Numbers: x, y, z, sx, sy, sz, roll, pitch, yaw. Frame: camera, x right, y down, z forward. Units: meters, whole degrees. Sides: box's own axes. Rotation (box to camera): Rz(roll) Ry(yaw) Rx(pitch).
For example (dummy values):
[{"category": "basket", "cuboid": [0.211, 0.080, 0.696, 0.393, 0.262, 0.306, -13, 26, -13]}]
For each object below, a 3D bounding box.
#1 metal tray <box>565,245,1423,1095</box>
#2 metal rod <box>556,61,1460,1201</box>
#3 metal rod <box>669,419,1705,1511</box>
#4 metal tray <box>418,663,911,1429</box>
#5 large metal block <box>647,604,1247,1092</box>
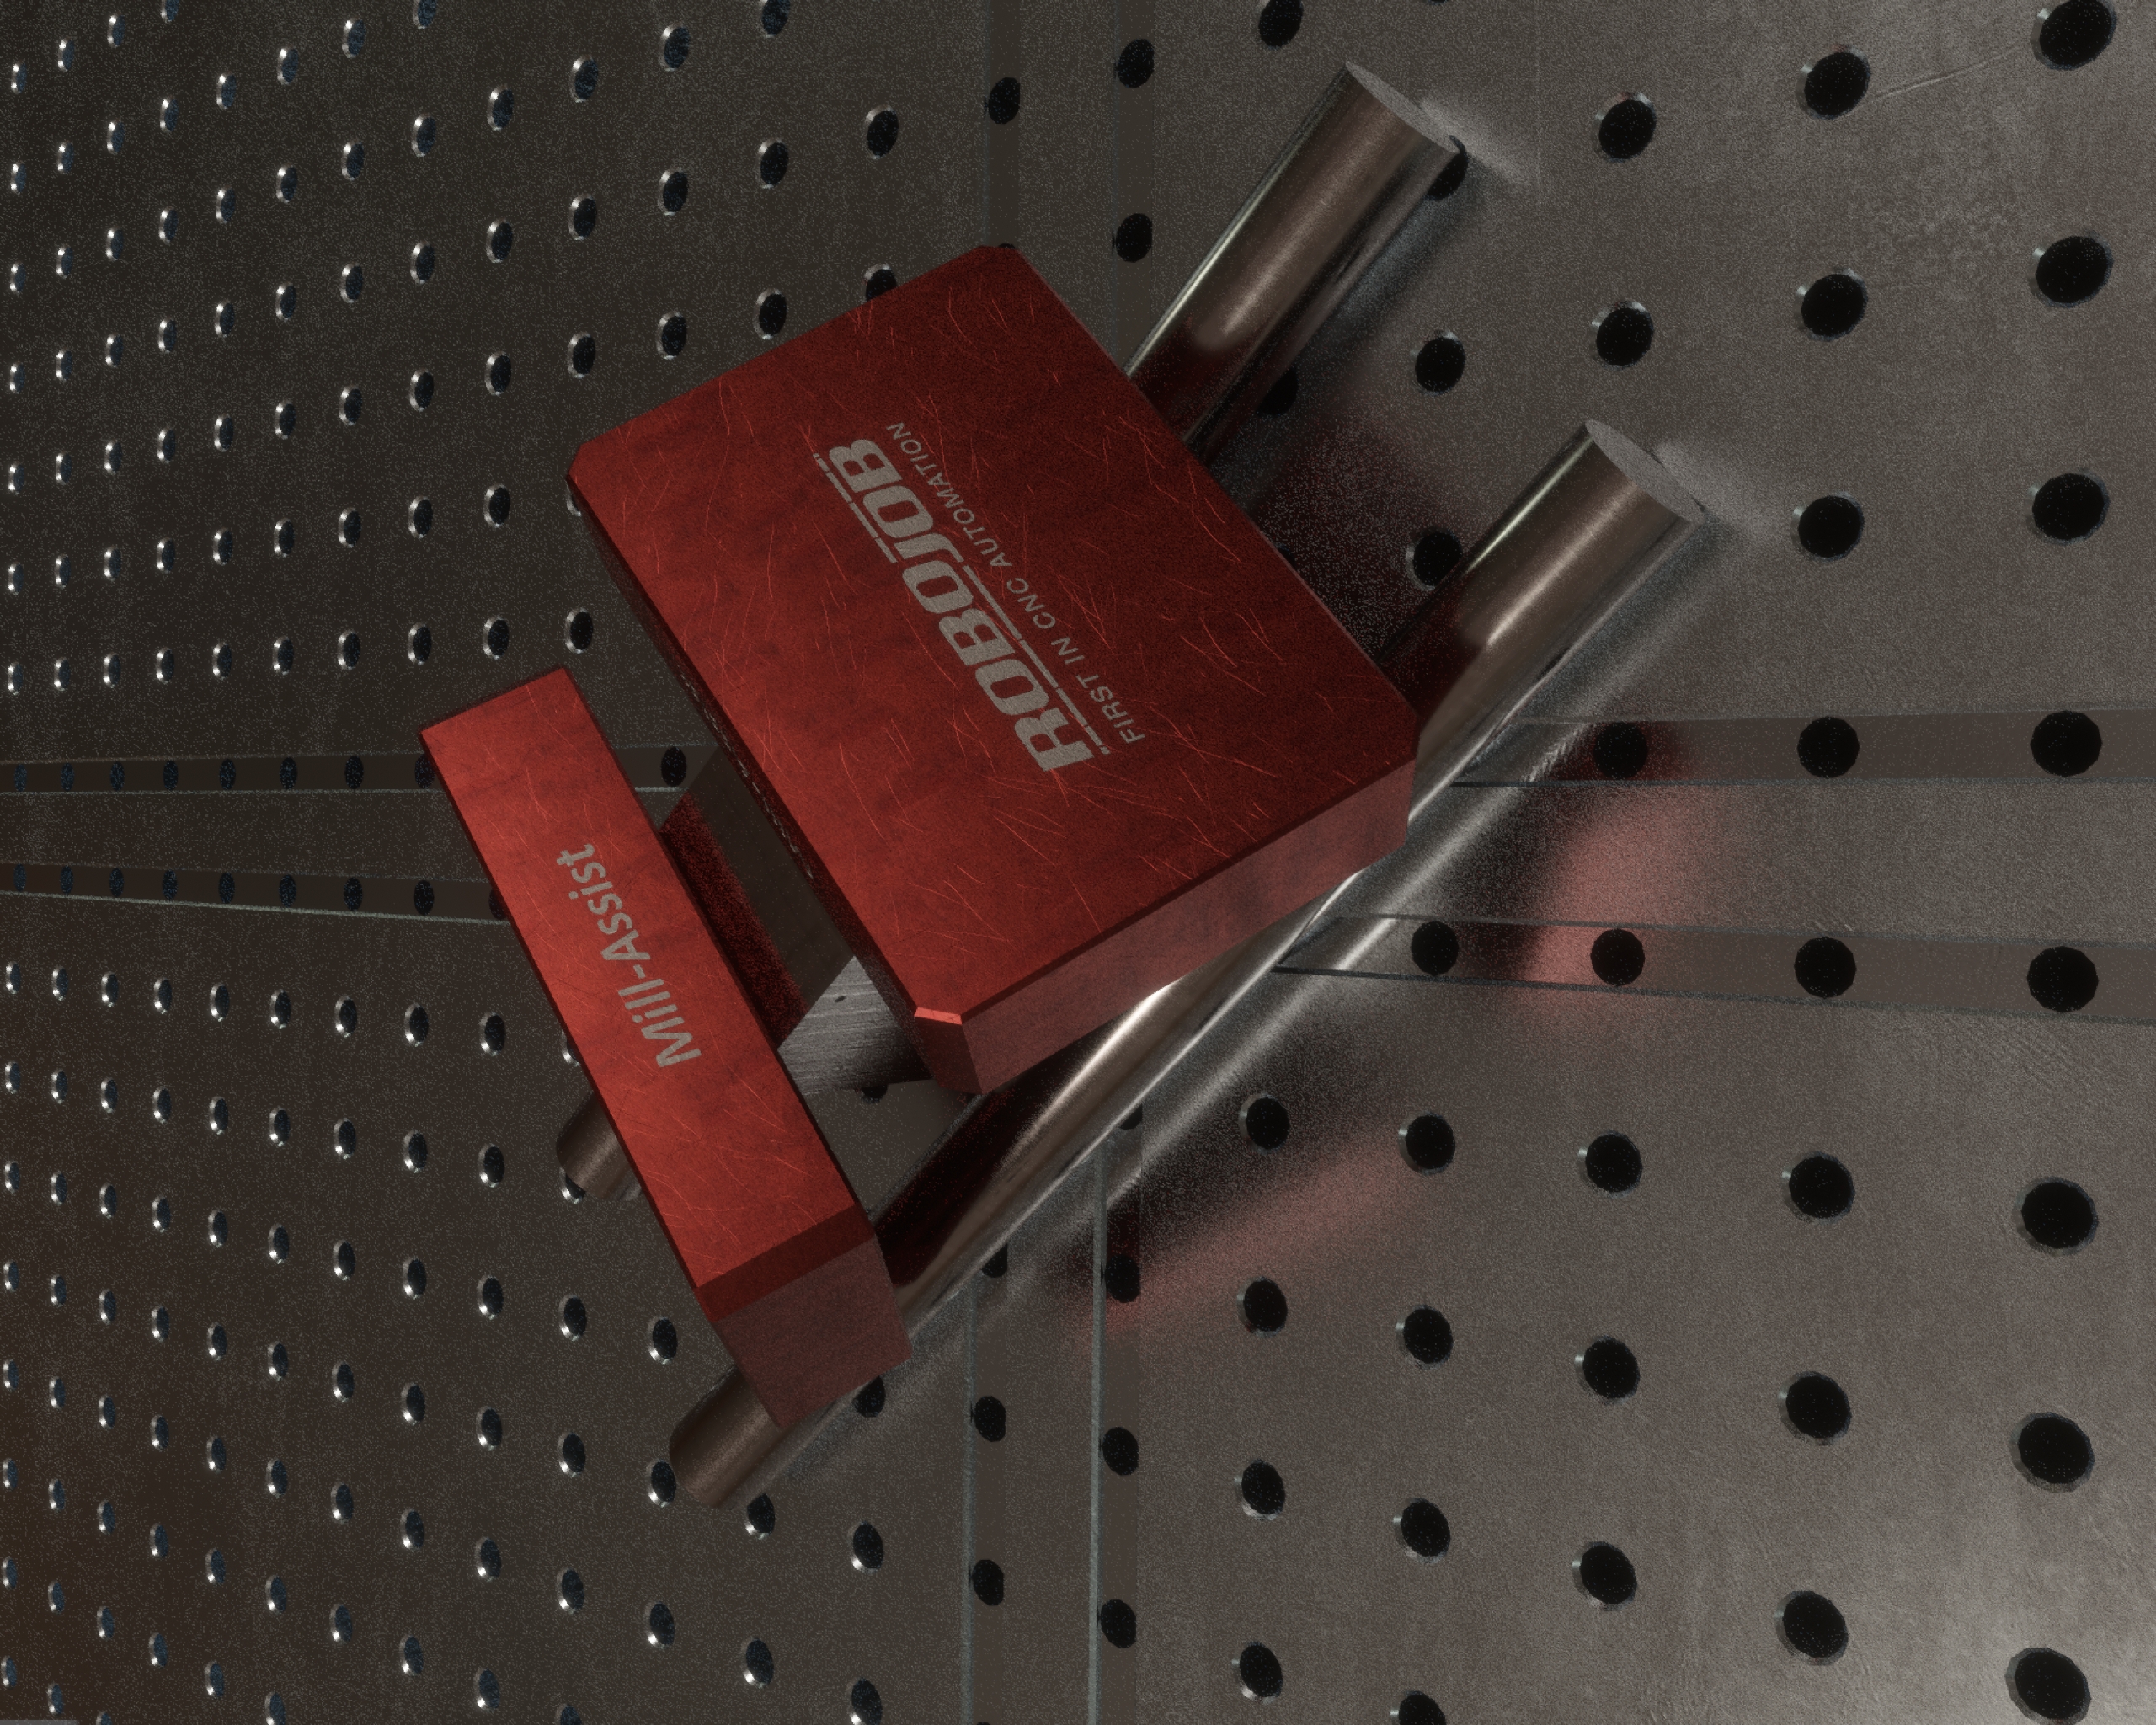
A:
[{"category": "metal tray", "cuboid": [-0.016, -0.037, 0.350, 0.090, 0.030, 0.130, -30, 64, -12]}, {"category": "metal rod", "cuboid": [-0.029, -0.030, 0.431, 0.298, 0.025, 0.025, -50, 61, 28]}, {"category": "metal rod", "cuboid": [0.005, 0.037, 0.404, 0.299, 0.025, 0.025, -49, 61, 28]}, {"category": "metal tray", "cuboid": [-0.078, 0.036, 0.401, 0.130, 0.030, 0.090, 57, 166, 24]}, {"category": "large metal block", "cuboid": [-0.025, -0.003, 0.392, 0.080, 0.081, 0.050, -49, 61, 28]}]
